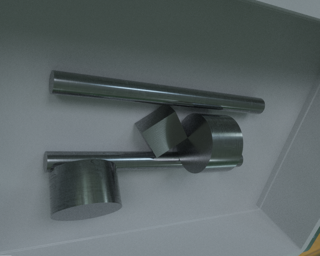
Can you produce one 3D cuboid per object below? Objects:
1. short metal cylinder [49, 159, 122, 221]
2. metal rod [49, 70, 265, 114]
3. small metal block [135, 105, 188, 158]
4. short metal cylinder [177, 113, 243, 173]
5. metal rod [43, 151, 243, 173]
[{"bbox_3d":[-0.088,0.075,0.367,0.081,0.050,0.080,-10,155,-5],"label":"short metal cylinder"},{"bbox_3d":[0.019,-0.040,0.393,0.303,0.025,0.025,3,117,-30],"label":"metal rod"},{"bbox_3d":[0.002,0.004,0.412,0.050,0.025,0.050,-33,129,-7],"label":"small metal block"},{"bbox_3d":[0.066,0.021,0.422,0.050,0.080,0.079,2,118,-30],"label":"short metal cylinder"},{"bbox_3d":[-0.002,0.045,0.435,0.303,0.025,0.025,3,117,-30],"label":"metal rod"}]
